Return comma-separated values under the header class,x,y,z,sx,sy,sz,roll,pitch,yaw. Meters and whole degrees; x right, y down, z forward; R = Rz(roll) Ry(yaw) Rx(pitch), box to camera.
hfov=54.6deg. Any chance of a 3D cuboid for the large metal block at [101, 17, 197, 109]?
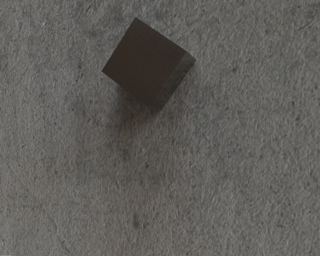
class,x,y,z,sx,sy,sz,roll,pitch,yaw
large metal block,-0.013,-0.081,0.401,0.080,0.050,0.080,38,102,16
